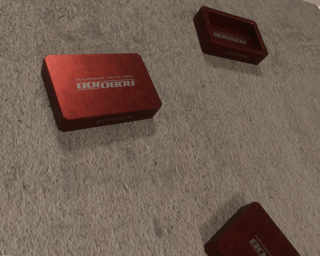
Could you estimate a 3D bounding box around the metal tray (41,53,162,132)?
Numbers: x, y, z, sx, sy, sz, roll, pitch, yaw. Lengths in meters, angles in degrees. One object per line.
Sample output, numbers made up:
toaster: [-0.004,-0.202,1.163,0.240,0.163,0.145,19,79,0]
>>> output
metal tray: [-0.072,-0.050,0.393,0.131,0.030,0.090,-10,67,-33]

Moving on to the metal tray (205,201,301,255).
metal tray: [0.125,0.166,0.369,0.091,0.030,0.130,-30,79,-38]

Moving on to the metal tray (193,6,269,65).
metal tray: [0.133,-0.171,0.579,0.131,0.030,0.090,5,60,-26]
